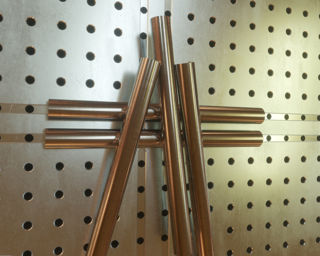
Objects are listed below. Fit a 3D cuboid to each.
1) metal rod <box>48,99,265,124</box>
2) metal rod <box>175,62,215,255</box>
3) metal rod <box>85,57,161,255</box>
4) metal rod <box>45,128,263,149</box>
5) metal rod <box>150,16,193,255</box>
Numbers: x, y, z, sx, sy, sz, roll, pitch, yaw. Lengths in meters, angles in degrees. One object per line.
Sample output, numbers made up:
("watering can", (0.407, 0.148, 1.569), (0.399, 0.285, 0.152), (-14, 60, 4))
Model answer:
("metal rod", (0.010, -0.020, 0.418), (0.303, 0.025, 0.025), (1, 90, -21))
("metal rod", (0.050, 0.065, 0.412), (0.025, 0.025, 0.298), (-11, 101, -20))
("metal rod", (-0.052, 0.063, 0.375), (0.025, 0.025, 0.298), (15, 92, -20))
("metal rod", (0.007, 0.014, 0.417), (0.303, 0.025, 0.025), (1, 90, -21))
("metal rod", (0.015, 0.012, 0.393), (0.025, 0.025, 0.298), (-7, 93, -20))
